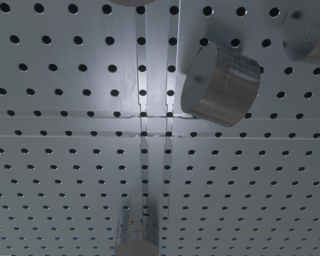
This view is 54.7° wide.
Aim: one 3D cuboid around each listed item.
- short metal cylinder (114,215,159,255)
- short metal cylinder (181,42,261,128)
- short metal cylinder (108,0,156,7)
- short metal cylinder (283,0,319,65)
[{"bbox_3d":[-0.041,0.204,0.568,0.081,0.050,0.079,0,130,0],"label":"short metal cylinder"},{"bbox_3d":[0.063,-0.046,0.337,0.050,0.080,0.079,19,128,-15],"label":"short metal cylinder"},{"bbox_3d":[-0.024,-0.153,0.265,0.081,0.050,0.079,0,130,0],"label":"short metal cylinder"},{"bbox_3d":[0.160,-0.100,0.292,0.050,0.080,0.079,6,130,-5],"label":"short metal cylinder"}]
